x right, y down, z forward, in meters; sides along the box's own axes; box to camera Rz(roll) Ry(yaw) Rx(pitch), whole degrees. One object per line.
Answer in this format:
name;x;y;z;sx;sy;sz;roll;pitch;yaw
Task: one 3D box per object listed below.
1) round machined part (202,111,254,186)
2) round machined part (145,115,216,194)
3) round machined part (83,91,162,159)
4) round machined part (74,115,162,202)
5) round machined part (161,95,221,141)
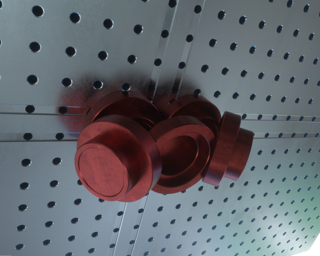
round machined part;0.090;0.030;0.404;0.042;0.098;0.097;18;115;8
round machined part;0.016;0.028;0.372;0.099;0.042;0.097;-14;125;-21
round machined part;-0.041;0.007;0.383;0.099;0.042;0.097;-14;125;-21
round machined part;-0.051;0.038;0.331;0.042;0.098;0.097;-39;144;-55
round machined part;0.045;0.007;0.430;0.099;0.042;0.097;-14;125;-21
